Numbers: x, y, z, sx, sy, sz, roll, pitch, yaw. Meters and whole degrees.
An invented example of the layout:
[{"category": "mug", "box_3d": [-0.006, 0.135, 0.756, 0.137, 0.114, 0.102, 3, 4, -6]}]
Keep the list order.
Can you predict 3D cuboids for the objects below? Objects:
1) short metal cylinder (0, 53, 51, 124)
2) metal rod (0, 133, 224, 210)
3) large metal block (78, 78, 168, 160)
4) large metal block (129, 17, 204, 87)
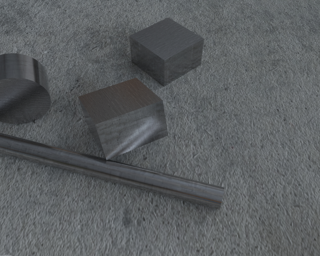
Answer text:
[{"category": "short metal cylinder", "box_3d": [-0.189, -0.051, 0.409, 0.081, 0.080, 0.050, -14, 52, -12]}, {"category": "metal rod", "box_3d": [-0.077, 0.045, 0.364, 0.301, 0.025, 0.025, 12, 51, 10]}, {"category": "large metal block", "box_3d": [-0.047, -0.015, 0.385, 0.081, 0.050, 0.080, -21, 35, -17]}, {"category": "large metal block", "box_3d": [0.010, -0.122, 0.490, 0.080, 0.050, 0.080, -34, 58, -25]}]
